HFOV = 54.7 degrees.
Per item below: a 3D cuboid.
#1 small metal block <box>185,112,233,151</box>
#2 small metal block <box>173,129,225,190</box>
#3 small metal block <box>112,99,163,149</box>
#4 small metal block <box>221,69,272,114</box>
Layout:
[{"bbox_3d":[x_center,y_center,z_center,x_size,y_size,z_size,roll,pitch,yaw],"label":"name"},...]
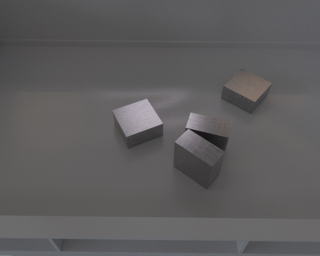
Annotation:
[{"bbox_3d":[0.057,0.012,0.379,0.050,0.050,0.025,13,52,11],"label":"small metal block"},{"bbox_3d":[0.044,0.037,0.358,0.050,0.050,0.025,33,58,25],"label":"small metal block"},{"bbox_3d":[-0.030,-0.006,0.410,0.050,0.025,0.050,-20,53,-17],"label":"small metal block"},{"bbox_3d":[0.126,-0.054,0.451,0.050,0.025,0.050,33,57,24],"label":"small metal block"}]
